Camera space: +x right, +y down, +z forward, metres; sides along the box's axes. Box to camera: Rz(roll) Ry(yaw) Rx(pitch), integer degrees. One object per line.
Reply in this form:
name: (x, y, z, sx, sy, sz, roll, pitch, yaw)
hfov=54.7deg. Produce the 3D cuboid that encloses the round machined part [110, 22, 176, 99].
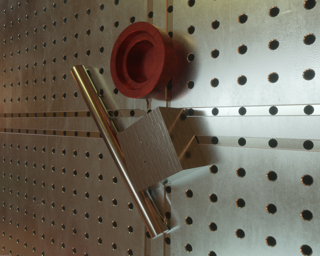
round machined part: (-0.018, -0.087, 0.413, 0.098, 0.042, 0.097, 0, 90, 40)

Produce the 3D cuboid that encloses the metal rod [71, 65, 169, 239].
metal rod: (-0.069, 0.021, 0.466, 0.025, 0.025, 0.299, -45, 63, 31)

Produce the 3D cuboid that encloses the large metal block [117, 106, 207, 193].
large metal block: (0.000, 0.028, 0.393, 0.080, 0.050, 0.080, -32, 70, 35)
